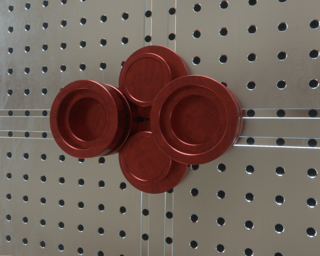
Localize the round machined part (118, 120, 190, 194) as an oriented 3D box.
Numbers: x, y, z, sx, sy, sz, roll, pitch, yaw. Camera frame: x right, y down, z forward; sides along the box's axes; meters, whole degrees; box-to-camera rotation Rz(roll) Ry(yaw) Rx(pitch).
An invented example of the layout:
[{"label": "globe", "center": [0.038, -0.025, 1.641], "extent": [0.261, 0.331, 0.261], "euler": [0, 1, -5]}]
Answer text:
[{"label": "round machined part", "center": [-0.011, 0.038, 0.407], "extent": [0.098, 0.042, 0.097], "euler": [0, 90, 20]}]

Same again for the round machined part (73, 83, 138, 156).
[{"label": "round machined part", "center": [-0.075, -0.011, 0.430], "extent": [0.098, 0.042, 0.097], "euler": [0, 90, 20]}]

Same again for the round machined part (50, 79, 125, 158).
[{"label": "round machined part", "center": [-0.089, -0.011, 0.401], "extent": [0.098, 0.042, 0.097], "euler": [0, 90, 20]}]

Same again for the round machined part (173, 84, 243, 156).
[{"label": "round machined part", "center": [0.053, -0.010, 0.384], "extent": [0.098, 0.042, 0.097], "euler": [0, 90, 20]}]

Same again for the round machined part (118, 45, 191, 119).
[{"label": "round machined part", "center": [-0.011, -0.060, 0.407], "extent": [0.098, 0.042, 0.097], "euler": [0, 90, 20]}]

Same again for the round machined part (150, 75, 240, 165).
[{"label": "round machined part", "center": [0.042, -0.009, 0.354], "extent": [0.098, 0.042, 0.097], "euler": [0, 90, 20]}]
